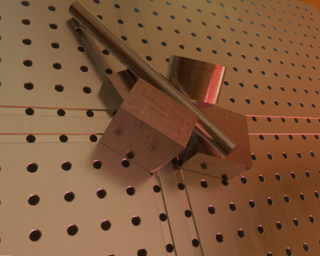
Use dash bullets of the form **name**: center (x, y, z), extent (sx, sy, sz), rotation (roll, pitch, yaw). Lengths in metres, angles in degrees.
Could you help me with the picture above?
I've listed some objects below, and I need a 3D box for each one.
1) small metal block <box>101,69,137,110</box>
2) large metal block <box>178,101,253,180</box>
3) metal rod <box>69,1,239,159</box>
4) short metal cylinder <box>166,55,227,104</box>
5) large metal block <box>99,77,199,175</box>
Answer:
- **small metal block**: center (-0.042, -0.051, 0.418), extent (0.050, 0.025, 0.050), rotation (-27, 77, -37)
- **large metal block**: center (0.073, 0.018, 0.422), extent (0.081, 0.050, 0.080), rotation (16, 55, -19)
- **metal rod**: center (-0.019, -0.073, 0.405), extent (0.300, 0.025, 0.025), rotation (44, 50, 17)
- **short metal cylinder**: center (0.048, -0.068, 0.433), extent (0.081, 0.080, 0.050), rotation (8, 102, -24)
- **large metal block**: center (-0.015, 0.001, 0.365), extent (0.080, 0.080, 0.050), rotation (32, 51, -8)
